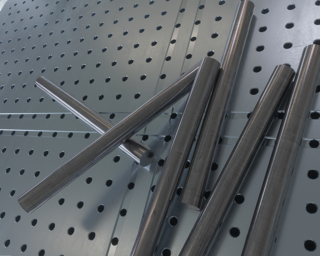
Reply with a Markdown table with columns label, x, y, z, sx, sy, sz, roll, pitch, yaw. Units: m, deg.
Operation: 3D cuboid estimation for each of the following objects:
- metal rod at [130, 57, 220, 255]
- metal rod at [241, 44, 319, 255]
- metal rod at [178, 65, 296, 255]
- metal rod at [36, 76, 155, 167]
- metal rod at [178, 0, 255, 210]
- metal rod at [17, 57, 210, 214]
| label | x | y | z | sx | sy | sz | roll | pitch | yaw |
| --- | --- | --- | --- | --- | --- | --- | --- | --- | --- |
| metal rod | 0.014 | 0.050 | 0.358 | 0.025 | 0.025 | 0.300 | 10 | 71 | 32 |
| metal rod | 0.125 | 0.039 | 0.319 | 0.025 | 0.025 | 0.300 | 11 | 67 | 33 |
| metal rod | 0.076 | 0.057 | 0.334 | 0.025 | 0.025 | 0.300 | 20 | 72 | 35 |
| metal rod | -0.117 | -0.023 | 0.485 | 0.300 | 0.025 | 0.025 | 31 | 79 | 38 |
| metal rod | 0.079 | -0.045 | 0.395 | 0.025 | 0.025 | 0.300 | 6 | 64 | 31 |
| metal rod | -0.046 | 0.003 | 0.400 | 0.301 | 0.025 | 0.025 | -38 | 50 | -10 |
